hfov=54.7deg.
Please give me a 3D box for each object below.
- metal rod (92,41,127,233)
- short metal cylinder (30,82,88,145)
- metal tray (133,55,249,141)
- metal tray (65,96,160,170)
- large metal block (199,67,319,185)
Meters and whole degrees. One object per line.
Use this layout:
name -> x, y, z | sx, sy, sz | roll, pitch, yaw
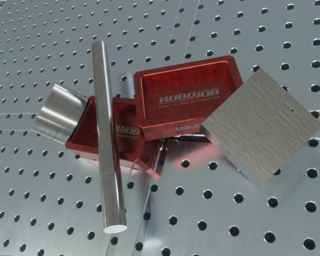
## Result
metal rod -> -0.073, -0.012, 0.415 | 0.025, 0.025, 0.299 | -23, 53, 15
short metal cylinder -> -0.149, -0.022, 0.461 | 0.080, 0.050, 0.080 | -49, 23, 31
metal tray -> 0.036, -0.039, 0.386 | 0.131, 0.030, 0.090 | -10, 56, 3
metal tray -> -0.062, 0.003, 0.435 | 0.130, 0.030, 0.090 | 7, 65, 31
large metal block -> 0.098, 0.000, 0.318 | 0.080, 0.050, 0.080 | -44, 82, -2
